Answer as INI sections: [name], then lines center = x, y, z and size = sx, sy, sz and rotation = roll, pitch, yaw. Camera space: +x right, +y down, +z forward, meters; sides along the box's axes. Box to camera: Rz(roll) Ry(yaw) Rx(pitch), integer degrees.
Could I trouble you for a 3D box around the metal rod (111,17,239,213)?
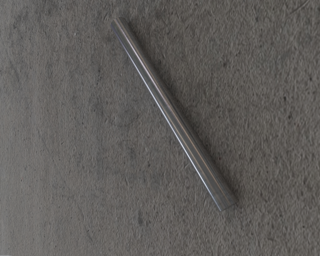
[metal rod]
center = 0.008, -0.033, 0.399
size = 0.025, 0.025, 0.299
rotation = -44, 64, 31
